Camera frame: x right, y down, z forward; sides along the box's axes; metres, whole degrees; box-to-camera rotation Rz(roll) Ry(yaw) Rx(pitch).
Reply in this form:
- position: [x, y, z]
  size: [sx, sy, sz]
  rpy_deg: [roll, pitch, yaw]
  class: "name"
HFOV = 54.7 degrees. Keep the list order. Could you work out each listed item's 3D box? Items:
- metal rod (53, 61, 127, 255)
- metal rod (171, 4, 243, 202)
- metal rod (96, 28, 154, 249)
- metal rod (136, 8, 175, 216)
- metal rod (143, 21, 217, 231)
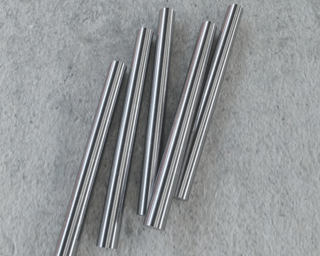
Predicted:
- position: [-0.088, 0.049, 0.388]
  size: [0.025, 0.025, 0.299]
  rpy_deg: [11, 70, 3]
  class: "metal rod"
- position: [0.069, -0.048, 0.426]
  size: [0.025, 0.025, 0.299]
  rpy_deg: [17, 71, 6]
  class: "metal rod"
- position: [-0.041, -0.002, 0.408]
  size: [0.025, 0.025, 0.299]
  rpy_deg: [7, 70, 2]
  class: "metal rod"
- position: [-0.002, -0.035, 0.420]
  size: [0.025, 0.025, 0.299]
  rpy_deg: [5, 70, 1]
  class: "metal rod"
- position: [0.033, -0.020, 0.403]
  size: [0.025, 0.025, 0.300]
  rpy_deg: [15, 66, 5]
  class: "metal rod"
